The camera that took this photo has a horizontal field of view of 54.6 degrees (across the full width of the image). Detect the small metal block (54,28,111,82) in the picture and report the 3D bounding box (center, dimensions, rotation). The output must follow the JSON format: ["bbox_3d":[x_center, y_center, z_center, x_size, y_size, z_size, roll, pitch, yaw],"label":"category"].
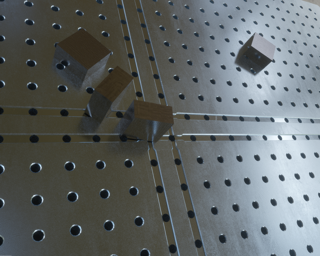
[{"bbox_3d":[-0.102,-0.098,0.412,0.050,0.025,0.050,40,51,-1],"label":"small metal block"}]

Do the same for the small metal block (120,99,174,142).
[{"bbox_3d":[-0.017,-0.008,0.387,0.050,0.050,0.025,9,58,-24],"label":"small metal block"}]

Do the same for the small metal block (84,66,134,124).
[{"bbox_3d":[-0.063,-0.041,0.383,0.025,0.050,0.050,36,51,-4],"label":"small metal block"}]

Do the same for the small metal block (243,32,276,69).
[{"bbox_3d":[0.194,-0.151,0.604,0.050,0.025,0.050,32,52,-8],"label":"small metal block"}]
